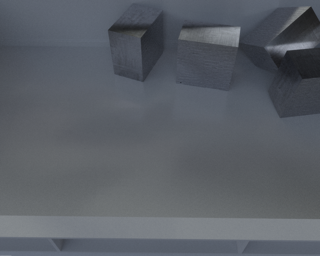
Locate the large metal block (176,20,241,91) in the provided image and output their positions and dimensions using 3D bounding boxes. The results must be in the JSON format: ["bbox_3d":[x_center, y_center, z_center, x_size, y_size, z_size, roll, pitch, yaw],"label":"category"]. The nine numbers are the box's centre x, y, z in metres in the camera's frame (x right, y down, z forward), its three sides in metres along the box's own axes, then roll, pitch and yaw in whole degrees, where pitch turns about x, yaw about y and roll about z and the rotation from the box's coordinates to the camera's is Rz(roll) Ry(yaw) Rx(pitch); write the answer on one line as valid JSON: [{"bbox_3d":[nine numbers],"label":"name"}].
[{"bbox_3d":[0.069,-0.106,0.459,0.080,0.080,0.050,10,51,8],"label":"large metal block"}]

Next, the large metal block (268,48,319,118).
[{"bbox_3d":[0.205,-0.061,0.419,0.081,0.080,0.050,-7,56,-6],"label":"large metal block"}]

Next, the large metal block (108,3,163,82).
[{"bbox_3d":[-0.034,-0.132,0.480,0.050,0.080,0.080,18,52,14],"label":"large metal block"}]

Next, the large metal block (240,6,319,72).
[{"bbox_3d":[0.178,-0.131,0.458,0.080,0.050,0.080,-42,22,5],"label":"large metal block"}]
